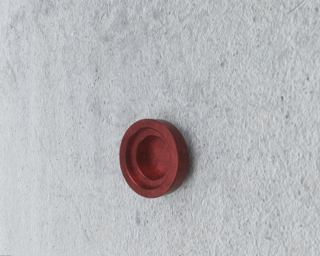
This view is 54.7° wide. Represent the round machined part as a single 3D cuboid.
[{"bbox_3d":[-0.003,0.037,0.396,0.098,0.042,0.097,0,90,39],"label":"round machined part"}]
